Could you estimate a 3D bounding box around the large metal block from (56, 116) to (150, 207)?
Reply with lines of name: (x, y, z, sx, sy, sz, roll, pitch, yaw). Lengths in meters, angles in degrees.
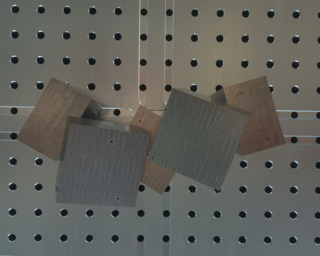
large metal block: (-0.064, 0.036, 0.334, 0.081, 0.050, 0.079, 9, 97, -21)

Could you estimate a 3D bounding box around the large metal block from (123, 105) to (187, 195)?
large metal block: (-0.010, 0.026, 0.400, 0.080, 0.050, 0.080, 32, 90, -1)

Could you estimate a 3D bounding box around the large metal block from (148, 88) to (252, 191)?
large metal block: (0.044, 0.008, 0.332, 0.080, 0.050, 0.079, 22, 103, 15)

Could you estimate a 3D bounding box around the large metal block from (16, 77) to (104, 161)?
large metal block: (-0.118, -0.010, 0.384, 0.050, 0.080, 0.080, 30, 90, -1)

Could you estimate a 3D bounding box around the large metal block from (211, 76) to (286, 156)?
large metal block: (0.106, -0.014, 0.387, 0.050, 0.080, 0.080, -16, 90, 0)
